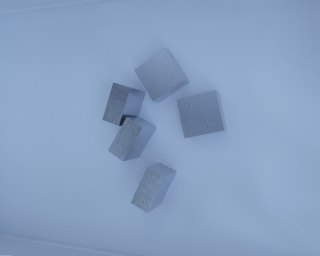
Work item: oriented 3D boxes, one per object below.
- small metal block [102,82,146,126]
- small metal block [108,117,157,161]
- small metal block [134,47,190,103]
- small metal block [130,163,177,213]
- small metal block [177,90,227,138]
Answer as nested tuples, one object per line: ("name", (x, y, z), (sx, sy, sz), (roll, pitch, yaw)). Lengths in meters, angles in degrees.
("small metal block", (-0.047, -0.030, 0.413), (0.025, 0.050, 0.050), (20, 97, 18))
("small metal block", (-0.035, 0.014, 0.409), (0.025, 0.050, 0.050), (33, 101, 16))
("small metal block", (0.003, -0.069, 0.409), (0.050, 0.025, 0.050), (-33, 80, 16))
("small metal block", (-0.007, 0.075, 0.399), (0.025, 0.050, 0.050), (28, 99, 17))
("small metal block", (0.053, -0.017, 0.391), (0.050, 0.025, 0.050), (-13, 86, 19))
